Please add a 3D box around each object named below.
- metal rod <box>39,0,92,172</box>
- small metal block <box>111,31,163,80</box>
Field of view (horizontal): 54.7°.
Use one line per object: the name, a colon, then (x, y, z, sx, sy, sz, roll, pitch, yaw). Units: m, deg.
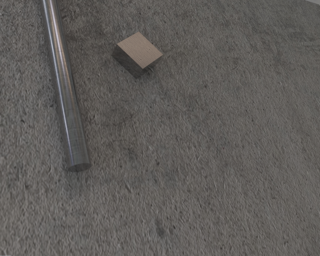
metal rod: (-0.126, -0.089, 0.389, 0.025, 0.025, 0.299, -3, 63, -30)
small metal block: (-0.033, -0.106, 0.451, 0.050, 0.025, 0.050, 44, 51, 2)
